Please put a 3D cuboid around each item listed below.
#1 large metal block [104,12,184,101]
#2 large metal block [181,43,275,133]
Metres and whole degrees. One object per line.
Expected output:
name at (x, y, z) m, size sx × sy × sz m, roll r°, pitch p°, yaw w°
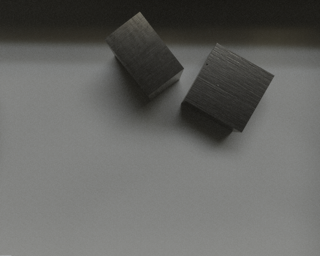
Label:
large metal block at (-0.018, -0.083, 0.384) m, size 0.050 × 0.080 × 0.080 m, roll -38°, pitch 90°, yaw 0°
large metal block at (0.084, -0.049, 0.399) m, size 0.080 × 0.050 × 0.080 m, roll 30°, pitch 90°, yaw 0°
